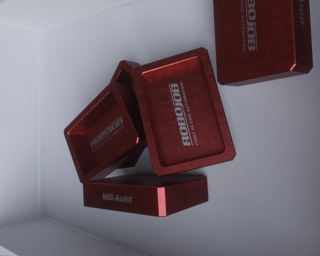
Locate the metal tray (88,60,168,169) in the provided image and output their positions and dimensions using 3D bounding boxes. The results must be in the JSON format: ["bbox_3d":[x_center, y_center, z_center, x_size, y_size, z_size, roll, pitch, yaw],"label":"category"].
[{"bbox_3d":[-0.046,-0.018,0.439,0.090,0.030,0.129,45,116,30],"label":"metal tray"}]

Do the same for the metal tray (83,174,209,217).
[{"bbox_3d":[-0.019,0.077,0.378,0.130,0.091,0.030,-5,87,39],"label":"metal tray"}]

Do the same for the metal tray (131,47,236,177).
[{"bbox_3d":[0.026,-0.017,0.355,0.090,0.030,0.129,-15,79,10],"label":"metal tray"}]

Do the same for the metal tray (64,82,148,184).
[{"bbox_3d":[-0.075,0.010,0.423,0.130,0.030,0.090,-37,67,33],"label":"metal tray"}]

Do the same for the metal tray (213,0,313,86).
[{"bbox_3d":[0.097,-0.112,0.308,0.090,0.030,0.129,-4,88,53],"label":"metal tray"}]
